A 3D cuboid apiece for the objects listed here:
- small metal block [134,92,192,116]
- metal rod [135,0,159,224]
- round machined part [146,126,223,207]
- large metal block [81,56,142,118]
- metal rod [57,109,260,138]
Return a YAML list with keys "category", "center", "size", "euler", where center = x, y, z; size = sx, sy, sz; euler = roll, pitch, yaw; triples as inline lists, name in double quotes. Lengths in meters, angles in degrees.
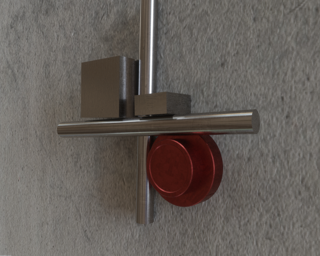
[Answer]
- category: "small metal block"
  center: [0.004, -0.028, 0.385]
  size: [0.050, 0.050, 0.025]
  euler: [-2, 89, 39]
- category: "metal rod"
  center: [-0.018, -0.022, 0.419]
  size: [0.025, 0.025, 0.298]
  euler: [2, 91, 39]
- category: "round machined part"
  center: [0.022, 0.047, 0.374]
  size: [0.098, 0.042, 0.097]
  euler: [0, 90, 39]
- category: "large metal block"
  center: [-0.067, -0.054, 0.442]
  size: [0.080, 0.050, 0.079]
  euler: [1, 91, 39]
- category: "metal rod"
  center: [-0.027, -0.002, 0.394]
  size: [0.300, 0.025, 0.025]
  euler: [-2, 89, 35]
